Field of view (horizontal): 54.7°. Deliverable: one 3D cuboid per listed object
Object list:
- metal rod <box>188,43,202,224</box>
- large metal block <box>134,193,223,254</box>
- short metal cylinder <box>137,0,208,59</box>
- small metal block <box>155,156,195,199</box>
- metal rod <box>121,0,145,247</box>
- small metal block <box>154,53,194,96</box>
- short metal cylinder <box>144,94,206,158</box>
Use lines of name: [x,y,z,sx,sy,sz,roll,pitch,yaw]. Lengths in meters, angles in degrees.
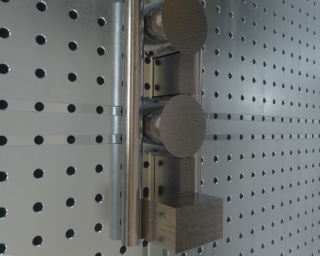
metal rod: [0.048,-0.008,0.448,0.025,0.025,0.298,1,89,-40]
large metal block: [0.022,0.112,0.392,0.081,0.080,0.050,1,90,-40]
short metal cylinder: [0.016,-0.132,0.405,0.081,0.050,0.080,0,90,-40]
small metal block: [0.019,0.063,0.407,0.025,0.050,0.050,0,90,-40]
metal rod: [-0.033,-0.009,0.380,0.025,0.025,0.298,1,89,-40]
small metal block: [0.018,-0.067,0.406,0.025,0.050,0.050,1,90,-40]
short metal cylinder: [0.014,-0.002,0.404,0.081,0.050,0.080,0,90,-40]
